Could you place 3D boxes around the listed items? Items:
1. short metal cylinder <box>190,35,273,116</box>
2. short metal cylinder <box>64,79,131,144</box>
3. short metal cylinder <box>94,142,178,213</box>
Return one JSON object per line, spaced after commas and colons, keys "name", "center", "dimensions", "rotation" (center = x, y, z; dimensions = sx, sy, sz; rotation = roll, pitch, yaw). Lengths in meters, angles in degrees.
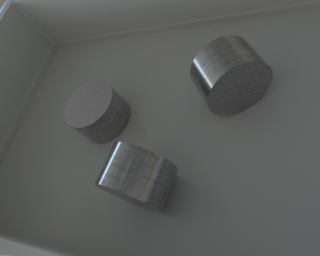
{"name": "short metal cylinder", "center": [0.082, -0.060, 0.364], "dimensions": [0.080, 0.080, 0.050], "rotation": [-31, 52, 8]}
{"name": "short metal cylinder", "center": [-0.091, -0.024, 0.452], "dimensions": [0.080, 0.050, 0.080], "rotation": [-13, 56, 21]}
{"name": "short metal cylinder", "center": [-0.026, 0.056, 0.350], "dimensions": [0.080, 0.080, 0.050], "rotation": [11, 67, 32]}
